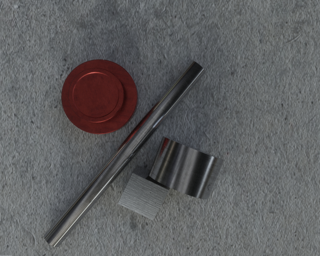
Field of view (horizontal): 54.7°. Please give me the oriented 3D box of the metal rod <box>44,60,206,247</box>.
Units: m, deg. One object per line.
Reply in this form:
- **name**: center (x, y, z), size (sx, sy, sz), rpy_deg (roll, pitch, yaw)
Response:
- **metal rod**: center (-0.046, 0.033, 0.409), size (0.025, 0.025, 0.300), rpy_deg (40, 90, 0)

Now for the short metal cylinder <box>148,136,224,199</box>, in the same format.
- **short metal cylinder**: center (0.032, 0.048, 0.383), size (0.080, 0.080, 0.050), rpy_deg (22, 90, 0)

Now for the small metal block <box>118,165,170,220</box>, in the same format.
- **small metal block**: center (-0.020, 0.084, 0.402), size (0.050, 0.025, 0.050), rpy_deg (26, 109, 0)

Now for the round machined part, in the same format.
- **round machined part**: center (-0.079, -0.041, 0.401), size (0.099, 0.042, 0.097), rpy_deg (0, 90, 0)
